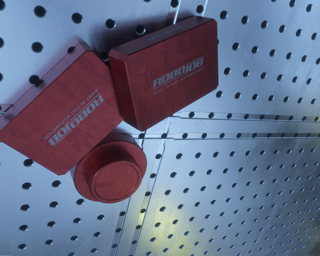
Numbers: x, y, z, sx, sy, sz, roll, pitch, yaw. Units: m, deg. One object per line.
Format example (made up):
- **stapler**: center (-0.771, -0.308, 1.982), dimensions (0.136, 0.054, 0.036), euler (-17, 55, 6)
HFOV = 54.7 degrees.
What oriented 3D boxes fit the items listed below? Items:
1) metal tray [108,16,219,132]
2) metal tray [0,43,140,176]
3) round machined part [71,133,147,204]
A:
- **metal tray**: center (0.012, -0.064, 0.352), dimensions (0.131, 0.030, 0.089), euler (-31, 130, -29)
- **metal tray**: center (-0.098, -0.017, 0.344), dimensions (0.130, 0.030, 0.090), euler (-43, 130, 1)
- **round machined part**: center (-0.062, 0.059, 0.403), dimensions (0.099, 0.042, 0.097), euler (-14, 124, -21)
